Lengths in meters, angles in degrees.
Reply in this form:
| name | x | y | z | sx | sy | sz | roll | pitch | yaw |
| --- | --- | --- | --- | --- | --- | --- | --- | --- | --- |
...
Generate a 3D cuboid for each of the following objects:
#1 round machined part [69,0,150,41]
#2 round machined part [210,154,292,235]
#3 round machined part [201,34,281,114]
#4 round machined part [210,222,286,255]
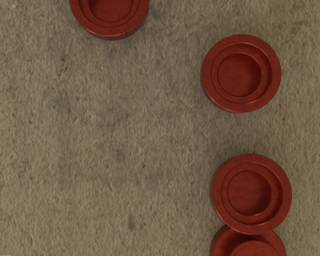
| name | x | y | z | sx | sy | sz | roll | pitch | yaw |
| --- | --- | --- | --- | --- | --- | --- | --- | --- | --- |
| round machined part | -0.063 | -0.161 | 0.401 | 0.099 | 0.042 | 0.097 | 0 | 90 | -1 |
| round machined part | 0.113 | 0.083 | 0.399 | 0.099 | 0.042 | 0.097 | 0 | 82 | -1 |
| round machined part | 0.101 | -0.068 | 0.403 | 0.099 | 0.042 | 0.097 | 0 | 90 | -1 |
| round machined part | 0.117 | 0.172 | 0.403 | 0.099 | 0.042 | 0.097 | 0 | 90 | -1 |
